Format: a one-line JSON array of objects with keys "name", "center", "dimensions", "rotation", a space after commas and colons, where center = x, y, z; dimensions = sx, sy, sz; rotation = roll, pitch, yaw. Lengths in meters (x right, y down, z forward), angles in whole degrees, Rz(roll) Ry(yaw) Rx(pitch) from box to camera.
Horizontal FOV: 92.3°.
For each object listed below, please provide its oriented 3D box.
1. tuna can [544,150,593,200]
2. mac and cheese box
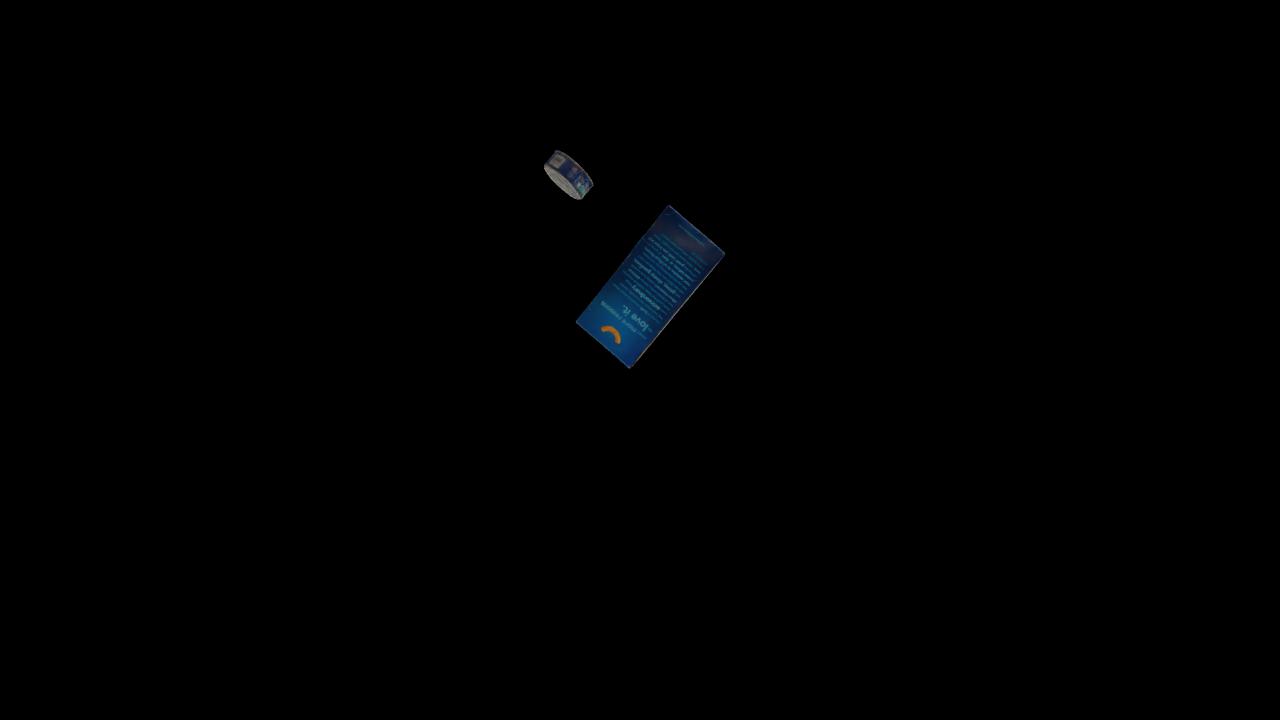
[{"name": "tuna can", "center": [-0.120, -0.309, 1.033], "dimensions": [0.084, 0.034, 0.084], "rotation": [39, -5, 4]}, {"name": "mac and cheese box", "center": [0.013, -0.089, 0.766], "dimensions": [0.093, 0.184, 0.041], "rotation": [41, 10, 2]}]
